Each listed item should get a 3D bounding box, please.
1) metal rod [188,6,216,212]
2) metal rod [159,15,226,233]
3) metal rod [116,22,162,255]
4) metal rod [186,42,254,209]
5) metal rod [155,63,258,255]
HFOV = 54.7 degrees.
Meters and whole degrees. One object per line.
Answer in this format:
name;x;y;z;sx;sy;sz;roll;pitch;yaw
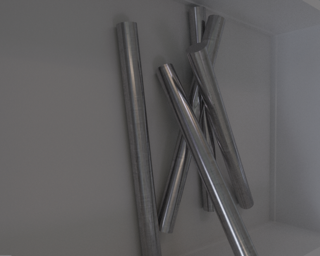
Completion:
metal rod;0.066;-0.025;0.461;0.025;0.025;0.298;-8;95;-40
metal rod;0.042;-0.009;0.423;0.025;0.025;0.299;18;84;-39
metal rod;-0.025;0.023;0.385;0.025;0.025;0.298;-10;97;-40
metal rod;0.095;0.017;0.448;0.025;0.025;0.299;-48;130;-29
metal rod;0.061;0.055;0.378;0.025;0.025;0.299;-11;72;-40
